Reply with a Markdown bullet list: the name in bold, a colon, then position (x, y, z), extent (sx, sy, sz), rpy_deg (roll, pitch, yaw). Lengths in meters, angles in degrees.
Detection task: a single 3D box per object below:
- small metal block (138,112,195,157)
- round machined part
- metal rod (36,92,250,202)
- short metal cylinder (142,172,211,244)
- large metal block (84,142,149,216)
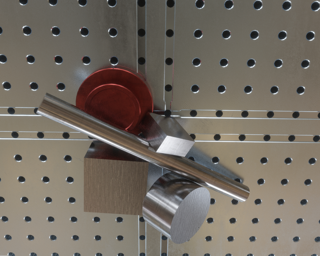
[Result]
- **small metal block**: position (0.008, 0.008, 0.393), extent (0.050, 0.050, 0.025), rpy_deg (14, 117, -42)
- **round machined part**: position (-0.058, -0.027, 0.394), extent (0.099, 0.042, 0.097), rpy_deg (0, 110, -1)
- **metal rod**: position (-0.003, 0.034, 0.391), extent (0.302, 0.025, 0.025), rpy_deg (26, 108, -23)
- **short metal cylinder**: position (0.023, 0.106, 0.417), extent (0.081, 0.050, 0.079), rpy_deg (-23, 124, -40)
- **large metal block**: position (-0.058, 0.068, 0.422), extent (0.081, 0.050, 0.079), rpy_deg (4, 110, -2)
